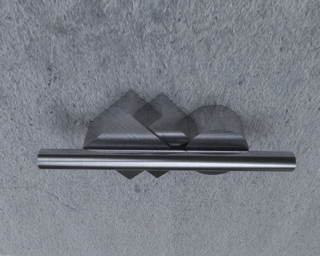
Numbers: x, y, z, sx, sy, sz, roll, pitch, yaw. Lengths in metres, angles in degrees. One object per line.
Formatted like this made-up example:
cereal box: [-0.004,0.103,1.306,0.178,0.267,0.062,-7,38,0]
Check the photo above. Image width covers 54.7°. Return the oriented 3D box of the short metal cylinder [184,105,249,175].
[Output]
short metal cylinder: [0.070,0.016,0.406,0.081,0.050,0.079,0,130,0]

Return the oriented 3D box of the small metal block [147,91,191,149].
small metal block: [0.011,-0.009,0.385,0.025,0.050,0.050,-35,122,26]

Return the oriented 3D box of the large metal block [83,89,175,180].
large metal block: [-0.038,0.011,0.399,0.080,0.050,0.080,-35,122,25]

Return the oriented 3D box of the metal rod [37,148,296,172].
metal rod: [0.009,0.039,0.374,0.302,0.025,0.025,1,130,-1]

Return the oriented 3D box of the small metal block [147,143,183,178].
small metal block: [0.006,0.032,0.421,0.050,0.050,0.025,-35,122,25]
